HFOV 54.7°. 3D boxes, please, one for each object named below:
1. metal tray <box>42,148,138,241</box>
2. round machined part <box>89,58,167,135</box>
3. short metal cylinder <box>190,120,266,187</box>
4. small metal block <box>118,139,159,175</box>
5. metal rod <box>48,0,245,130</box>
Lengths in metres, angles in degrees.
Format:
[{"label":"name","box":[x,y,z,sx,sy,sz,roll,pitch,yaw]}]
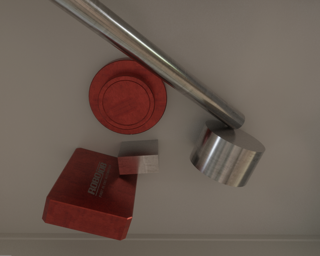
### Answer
[{"label":"metal tray","box":[-0.077,0.074,0.382,0.091,0.130,0.030,16,109,-6]},{"label":"round machined part","box":[-0.040,-0.036,0.388,0.099,0.042,0.097,0,110,-1]},{"label":"short metal cylinder","box":[0.085,0.031,0.395,0.080,0.080,0.050,20,109,-8]},{"label":"small metal block","box":[-0.027,0.038,0.412,0.050,0.050,0.025,-3,110,1]},{"label":"metal rod","box":[-0.003,-0.069,0.321,0.301,0.025,0.025,29,109,-37]}]
